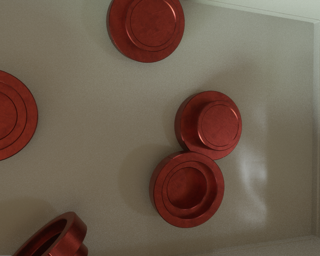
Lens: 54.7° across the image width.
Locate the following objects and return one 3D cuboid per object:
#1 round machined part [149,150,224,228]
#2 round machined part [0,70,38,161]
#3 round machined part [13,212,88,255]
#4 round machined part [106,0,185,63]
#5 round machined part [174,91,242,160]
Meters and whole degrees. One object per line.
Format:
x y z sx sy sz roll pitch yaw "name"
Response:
0.032 0.078 0.412 0.099 0.042 0.097 -1 94 -18 "round machined part"
-0.184 -0.013 0.334 0.099 0.042 0.097 0 90 -21 "round machined part"
-0.117 0.140 0.329 0.098 0.098 0.042 -40 103 -16 "round machined part"
-0.014 -0.130 0.384 0.099 0.042 0.097 -6 108 -18 "round machined part"
0.073 -0.003 0.430 0.099 0.042 0.097 0 90 -21 "round machined part"
